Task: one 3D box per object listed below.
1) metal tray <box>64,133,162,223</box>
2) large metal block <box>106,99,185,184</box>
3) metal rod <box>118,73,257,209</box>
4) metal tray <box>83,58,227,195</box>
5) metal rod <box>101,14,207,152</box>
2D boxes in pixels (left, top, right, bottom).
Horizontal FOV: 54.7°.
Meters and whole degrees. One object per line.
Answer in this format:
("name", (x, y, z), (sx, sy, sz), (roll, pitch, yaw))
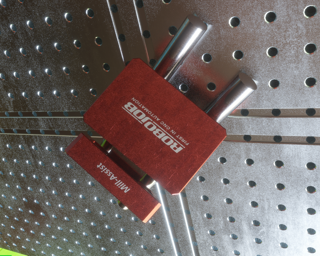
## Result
("metal tray", (-0.060, 0.062, 0.410), (0.130, 0.030, 0.090), (42, 173, -2))
("large metal block", (-0.016, 0.016, 0.392), (0.050, 0.080, 0.080), (41, 129, 0))
("metal rod", (0.017, 0.037, 0.424), (0.025, 0.025, 0.298), (41, 129, 0))
("metal tray", (-0.005, -0.002, 0.341), (0.130, 0.030, 0.090), (40, 85, 0))
("metal rod", (-0.036, -0.021, 0.416), (0.025, 0.025, 0.298), (40, 129, 0))
